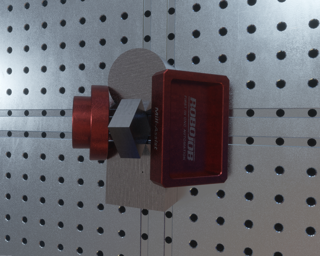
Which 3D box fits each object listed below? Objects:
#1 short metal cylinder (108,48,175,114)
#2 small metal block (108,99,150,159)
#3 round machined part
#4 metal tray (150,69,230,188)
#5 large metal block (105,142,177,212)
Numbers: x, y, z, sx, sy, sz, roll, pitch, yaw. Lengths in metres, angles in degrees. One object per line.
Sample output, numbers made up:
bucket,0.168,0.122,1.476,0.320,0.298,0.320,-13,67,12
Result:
short metal cylinder,-0.020,-0.059,0.405,0.080,0.050,0.080,0,90,20
small metal block,-0.034,0.001,0.366,0.025,0.050,0.050,0,132,17
round machined part,-0.091,-0.007,0.402,0.042,0.098,0.097,1,91,-13
metal tray,0.036,0.001,0.367,0.030,0.091,0.129,2,91,63
large metal block,-0.022,0.059,0.407,0.080,0.050,0.080,2,91,20
